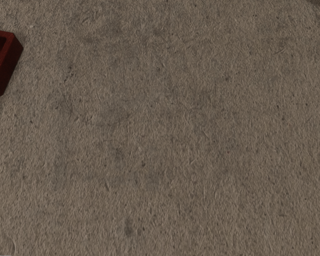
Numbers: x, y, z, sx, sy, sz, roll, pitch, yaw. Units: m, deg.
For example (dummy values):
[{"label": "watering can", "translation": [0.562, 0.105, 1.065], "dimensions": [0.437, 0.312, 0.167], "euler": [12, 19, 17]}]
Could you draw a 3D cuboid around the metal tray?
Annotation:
[{"label": "metal tray", "translation": [-0.276, -0.101, 0.438], "dimensions": [0.131, 0.030, 0.090], "euler": [12, 70, 4]}]
